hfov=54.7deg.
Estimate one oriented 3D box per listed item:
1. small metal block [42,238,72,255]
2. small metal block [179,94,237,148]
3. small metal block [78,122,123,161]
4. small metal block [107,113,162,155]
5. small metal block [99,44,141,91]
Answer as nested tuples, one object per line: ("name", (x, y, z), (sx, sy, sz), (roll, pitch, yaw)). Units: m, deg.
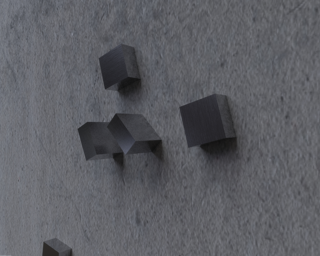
("small metal block", (-0.186, 0.233, 0.555), (0.050, 0.025, 0.050), (11, 97, 39))
("small metal block", (0.055, -0.007, 0.358), (0.050, 0.025, 0.050), (-19, 78, 38))
("small metal block", (-0.088, 0.019, 0.459), (0.025, 0.050, 0.050), (-30, 71, 36))
("small metal block", (-0.034, 0.007, 0.415), (0.050, 0.050, 0.025), (52, 120, 27))
("small metal block", (-0.059, -0.087, 0.452), (0.050, 0.025, 0.050), (-21, 77, 37))
